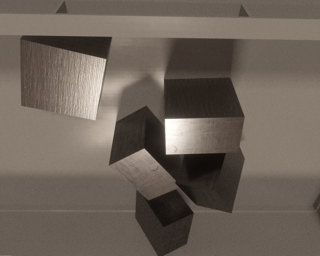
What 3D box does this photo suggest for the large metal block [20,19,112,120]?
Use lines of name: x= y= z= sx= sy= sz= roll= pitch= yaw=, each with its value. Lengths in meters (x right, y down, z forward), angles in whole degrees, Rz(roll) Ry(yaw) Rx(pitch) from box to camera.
large metal block: x=-0.102 y=-0.062 z=0.339 sx=0.081 sy=0.050 sz=0.079 roll=11 pitch=129 yaw=-10

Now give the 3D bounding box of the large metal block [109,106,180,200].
large metal block: x=-0.016 y=0.032 z=0.400 sx=0.050 sy=0.080 sz=0.080 roll=-27 pitch=125 yaw=21

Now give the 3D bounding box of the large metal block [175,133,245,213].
large metal block: x=0.069 y=0.054 z=0.401 sx=0.050 sy=0.080 sz=0.080 roll=6 pitch=151 yaw=30

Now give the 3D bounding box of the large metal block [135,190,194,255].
large metal block: x=0.003 y=0.135 z=0.478 sx=0.050 sy=0.080 sz=0.079 roll=-17 pitch=133 yaw=-26

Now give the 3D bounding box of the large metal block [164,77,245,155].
large metal block: x=0.046 y=-0.016 z=0.360 sx=0.081 sy=0.080 sz=0.050 roll=-2 pitch=129 yaw=1
